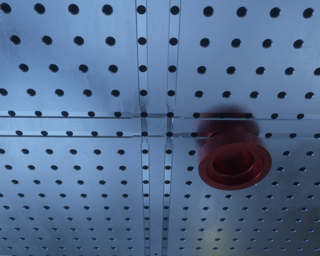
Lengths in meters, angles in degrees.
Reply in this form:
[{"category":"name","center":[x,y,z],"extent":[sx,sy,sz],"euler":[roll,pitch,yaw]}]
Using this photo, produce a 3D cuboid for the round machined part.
[{"category":"round machined part","center":[0.102,0.041,0.436],"extent":[0.099,0.042,0.097],"euler":[0,130,0]}]
